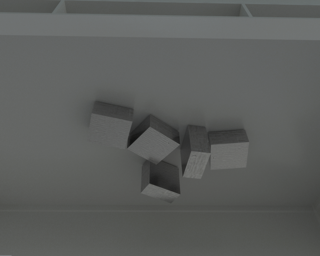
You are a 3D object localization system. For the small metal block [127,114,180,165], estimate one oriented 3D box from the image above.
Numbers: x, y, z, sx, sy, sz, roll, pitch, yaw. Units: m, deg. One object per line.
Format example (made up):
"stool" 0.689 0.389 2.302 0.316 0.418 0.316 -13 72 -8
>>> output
"small metal block" -0.009 0.017 0.420 0.050 0.025 0.050 31 123 -24

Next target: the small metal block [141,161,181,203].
"small metal block" 0.001 0.076 0.455 0.050 0.050 0.025 24 127 -20

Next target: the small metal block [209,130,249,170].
"small metal block" 0.095 0.031 0.434 0.050 0.025 0.050 -4 130 3

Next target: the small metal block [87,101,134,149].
"small metal block" -0.065 -0.003 0.403 0.050 0.025 0.050 12 129 -10

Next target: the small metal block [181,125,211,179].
"small metal block" 0.047 0.032 0.419 0.025 0.050 0.050 7 130 -7
